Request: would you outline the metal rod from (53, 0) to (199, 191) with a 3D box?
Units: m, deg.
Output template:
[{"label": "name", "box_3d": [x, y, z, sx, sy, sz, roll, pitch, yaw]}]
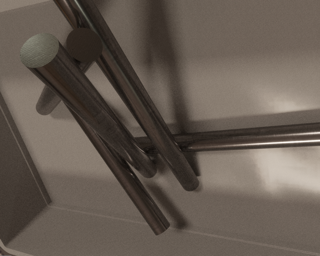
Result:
[{"label": "metal rod", "box_3d": [-0.012, -0.012, 0.329, 0.025, 0.025, 0.299, 0, 143, 28]}]

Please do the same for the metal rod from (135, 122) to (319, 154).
[{"label": "metal rod", "box_3d": [0.058, 0.017, 0.387, 0.300, 0.025, 0.025, -5, 116, 30]}]

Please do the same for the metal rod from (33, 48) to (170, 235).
[{"label": "metal rod", "box_3d": [-0.081, 0.019, 0.432, 0.025, 0.025, 0.299, -34, 91, 38]}]

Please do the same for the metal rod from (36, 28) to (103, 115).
[{"label": "metal rod", "box_3d": [-0.117, -0.045, 0.350, 0.025, 0.025, 0.299, 55, 156, -11]}]

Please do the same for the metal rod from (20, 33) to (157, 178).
[{"label": "metal rod", "box_3d": [-0.044, 0.008, 0.322, 0.025, 0.025, 0.300, 18, 163, 17]}]
